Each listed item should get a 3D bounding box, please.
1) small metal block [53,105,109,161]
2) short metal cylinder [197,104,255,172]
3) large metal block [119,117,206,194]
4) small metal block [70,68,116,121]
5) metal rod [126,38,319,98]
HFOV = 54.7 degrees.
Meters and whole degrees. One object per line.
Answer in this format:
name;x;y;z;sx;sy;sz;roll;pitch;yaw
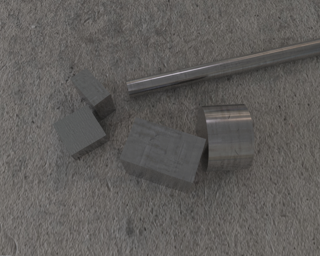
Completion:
small metal block;-0.103;0.006;0.405;0.050;0.025;0.050;-31;73;-11
short metal cylinder;0.076;0.012;0.375;0.050;0.080;0.080;-3;70;-1
large metal block;0.004;0.036;0.366;0.080;0.080;0.050;18;71;6
small metal block;-0.087;-0.044;0.410;0.025;0.050;0.050;-40;75;-13
metal rod;0.102;-0.088;0.440;0.302;0.025;0.025;-13;71;-5
